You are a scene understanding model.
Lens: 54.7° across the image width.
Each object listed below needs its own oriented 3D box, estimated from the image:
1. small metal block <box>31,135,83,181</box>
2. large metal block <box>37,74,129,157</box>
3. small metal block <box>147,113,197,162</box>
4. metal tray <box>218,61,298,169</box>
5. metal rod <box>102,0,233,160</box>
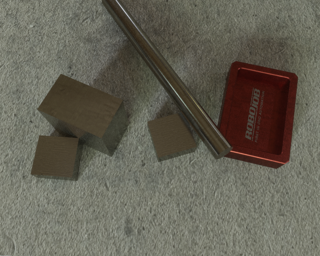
[{"bbox_3d":[-0.129,0.038,0.393,0.050,0.025,0.050,4,70,1],"label":"small metal block"},{"bbox_3d":[-0.089,-0.012,0.382,0.080,0.080,0.050,23,71,8],"label":"large metal block"},{"bbox_3d":[0.015,0.012,0.404,0.050,0.025,0.050,-15,71,-6],"label":"small metal block"},{"bbox_3d":[0.128,-0.019,0.414,0.090,0.030,0.130,13,70,4],"label":"metal tray"},{"bbox_3d":[-0.001,-0.085,0.422,0.025,0.025,0.299,-29,67,-10],"label":"metal rod"}]
